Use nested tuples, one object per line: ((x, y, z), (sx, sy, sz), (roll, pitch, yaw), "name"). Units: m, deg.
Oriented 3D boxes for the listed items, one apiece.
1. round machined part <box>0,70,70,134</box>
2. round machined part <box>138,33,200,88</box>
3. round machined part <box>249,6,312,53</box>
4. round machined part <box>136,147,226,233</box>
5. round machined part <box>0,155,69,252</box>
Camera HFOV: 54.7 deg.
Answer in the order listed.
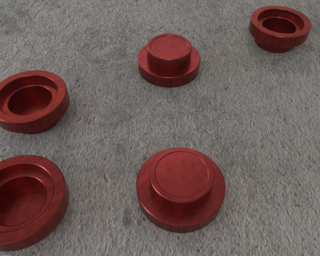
((-0.171, -0.030, 0.416), (0.099, 0.042, 0.098), (0, 50, 0), "round machined part")
((0.014, -0.112, 0.486), (0.099, 0.042, 0.098), (0, 50, 0), "round machined part")
((0.202, -0.166, 0.533), (0.099, 0.042, 0.098), (0, 50, 0), "round machined part")
((0.023, 0.060, 0.341), (0.099, 0.042, 0.098), (0, 50, 0), "round machined part")
((-0.145, 0.080, 0.324), (0.099, 0.042, 0.098), (0, 50, 0), "round machined part")
